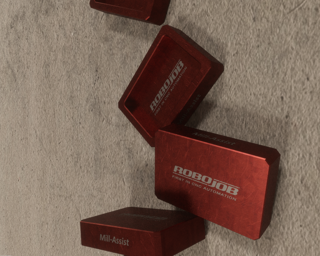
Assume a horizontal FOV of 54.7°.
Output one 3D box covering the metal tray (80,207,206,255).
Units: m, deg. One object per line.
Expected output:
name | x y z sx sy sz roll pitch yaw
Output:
metal tray | -0.023 0.124 0.379 0.130 0.091 0.030 -7 86 39

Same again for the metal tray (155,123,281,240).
metal tray | 0.055 0.053 0.335 0.130 0.030 0.089 15 114 34

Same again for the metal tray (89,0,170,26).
metal tray | -0.040 -0.201 0.431 0.130 0.030 0.089 27 107 36

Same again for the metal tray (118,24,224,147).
metal tray | 0.008 -0.051 0.393 0.090 0.030 0.129 48 118 29

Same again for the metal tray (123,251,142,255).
metal tray | -0.047 0.252 0.437 0.090 0.030 0.129 46 117 30
